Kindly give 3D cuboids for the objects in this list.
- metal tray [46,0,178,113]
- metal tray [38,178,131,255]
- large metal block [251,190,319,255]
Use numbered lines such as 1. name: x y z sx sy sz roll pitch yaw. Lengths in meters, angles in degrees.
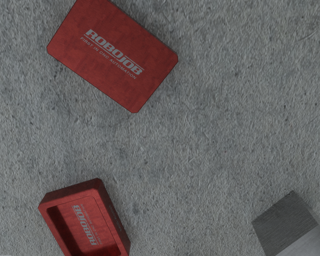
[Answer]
1. metal tray: -0.055 -0.090 0.373 0.130 0.030 0.090 36 106 -13
2. metal tray: -0.108 0.146 0.459 0.090 0.030 0.129 -18 109 6
3. large metal block: 0.187 0.149 0.437 0.050 0.080 0.080 43 105 -14
